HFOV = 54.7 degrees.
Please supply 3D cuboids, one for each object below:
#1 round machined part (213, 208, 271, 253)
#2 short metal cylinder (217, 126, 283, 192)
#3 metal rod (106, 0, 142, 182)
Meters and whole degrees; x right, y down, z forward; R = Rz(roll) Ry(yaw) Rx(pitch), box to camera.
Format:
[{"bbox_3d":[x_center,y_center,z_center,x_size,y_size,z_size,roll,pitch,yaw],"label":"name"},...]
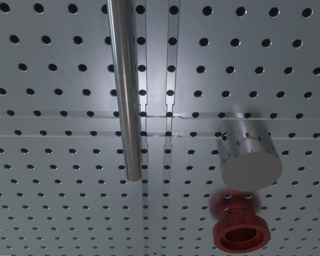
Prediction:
[{"bbox_3d":[0.143,0.182,0.557,0.099,0.042,0.097,0,130,0],"label":"round machined part"},{"bbox_3d":[0.123,0.044,0.434,0.081,0.050,0.079,0,130,0],"label":"short metal cylinder"},{"bbox_3d":[-0.040,-0.041,0.376,0.025,0.025,0.298,0,130,0],"label":"metal rod"}]
